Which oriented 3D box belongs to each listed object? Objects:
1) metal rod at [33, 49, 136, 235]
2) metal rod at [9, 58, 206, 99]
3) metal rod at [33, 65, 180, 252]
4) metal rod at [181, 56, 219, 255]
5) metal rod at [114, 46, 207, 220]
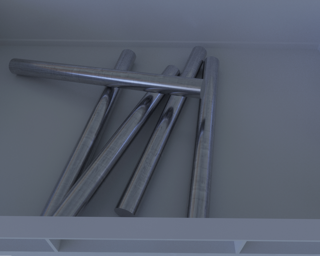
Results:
[{"bbox_3d":[-0.083,-0.006,0.408,0.025,0.025,0.300,10,51,8],"label":"metal rod"},{"bbox_3d":[-0.086,-0.072,0.434,0.301,0.025,0.025,10,50,19],"label":"metal rod"},{"bbox_3d":[-0.043,0.010,0.382,0.025,0.025,0.301,20,49,15],"label":"metal rod"},{"bbox_3d":[0.058,0.009,0.397,0.025,0.025,0.300,8,50,6],"label":"metal rod"},{"bbox_3d":[0.014,-0.017,0.419,0.025,0.025,0.301,16,52,12],"label":"metal rod"}]
